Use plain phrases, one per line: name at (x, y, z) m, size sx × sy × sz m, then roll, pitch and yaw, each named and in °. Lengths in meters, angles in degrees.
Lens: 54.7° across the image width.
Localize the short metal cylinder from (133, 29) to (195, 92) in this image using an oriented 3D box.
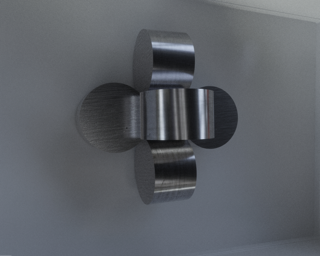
short metal cylinder at (0.002, -0.078, 0.380) m, size 0.050 × 0.080 × 0.080 m, roll -2°, pitch 91°, yaw -21°

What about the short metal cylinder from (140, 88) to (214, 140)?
short metal cylinder at (0.019, -0.014, 0.339) m, size 0.081 × 0.080 × 0.050 m, roll -1°, pitch 90°, yaw -20°

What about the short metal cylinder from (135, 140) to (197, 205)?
short metal cylinder at (0.004, 0.051, 0.381) m, size 0.050 × 0.080 × 0.080 m, roll -2°, pitch 91°, yaw -21°

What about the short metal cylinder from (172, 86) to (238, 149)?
short metal cylinder at (0.056, -0.013, 0.415) m, size 0.081 × 0.050 × 0.080 m, roll 0°, pitch 90°, yaw -20°

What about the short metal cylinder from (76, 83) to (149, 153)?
short metal cylinder at (-0.058, -0.012, 0.374) m, size 0.081 × 0.050 × 0.080 m, roll 0°, pitch 90°, yaw -20°
